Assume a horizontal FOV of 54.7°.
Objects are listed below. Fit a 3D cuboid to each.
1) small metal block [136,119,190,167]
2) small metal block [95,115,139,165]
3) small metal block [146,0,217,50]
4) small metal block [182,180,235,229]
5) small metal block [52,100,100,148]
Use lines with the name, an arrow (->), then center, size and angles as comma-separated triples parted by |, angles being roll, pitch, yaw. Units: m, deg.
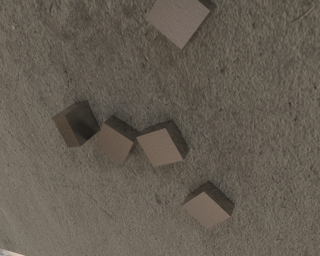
small metal block -> 0.004, 0.021, 0.418 | 0.050, 0.025, 0.050 | -18, 109, 35
small metal block -> -0.061, 0.017, 0.450 | 0.050, 0.025, 0.050 | 33, 129, 6
small metal block -> 0.022, -0.120, 0.321 | 0.050, 0.025, 0.050 | 41, 129, 0
small metal block -> 0.068, 0.109, 0.439 | 0.050, 0.025, 0.050 | 43, 129, -2
small metal block -> -0.120, -0.006, 0.450 | 0.025, 0.050, 0.050 | -7, 115, 31
